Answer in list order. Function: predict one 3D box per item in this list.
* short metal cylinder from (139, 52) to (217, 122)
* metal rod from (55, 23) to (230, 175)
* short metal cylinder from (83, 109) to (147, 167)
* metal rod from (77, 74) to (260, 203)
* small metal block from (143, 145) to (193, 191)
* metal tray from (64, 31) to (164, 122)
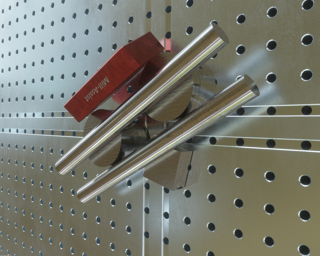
[{"bbox_3d":[0.021,-0.047,0.375,0.080,0.050,0.079,0,90,39],"label":"short metal cylinder"},{"bbox_3d":[-0.043,-0.016,0.376,0.299,0.025,0.025,-36,68,33],"label":"metal rod"},{"bbox_3d":[-0.065,0.014,0.444,0.080,0.050,0.079,0,90,39],"label":"short metal cylinder"},{"bbox_3d":[-0.012,0.030,0.384,0.299,0.025,0.025,-35,69,34],"label":"metal rod"},{"bbox_3d":[0.009,0.046,0.399,0.050,0.025,0.050,19,102,38],"label":"small metal block"},{"bbox_3d":[-0.061,-0.067,0.413,0.130,0.090,0.030,-35,100,34],"label":"metal tray"}]
